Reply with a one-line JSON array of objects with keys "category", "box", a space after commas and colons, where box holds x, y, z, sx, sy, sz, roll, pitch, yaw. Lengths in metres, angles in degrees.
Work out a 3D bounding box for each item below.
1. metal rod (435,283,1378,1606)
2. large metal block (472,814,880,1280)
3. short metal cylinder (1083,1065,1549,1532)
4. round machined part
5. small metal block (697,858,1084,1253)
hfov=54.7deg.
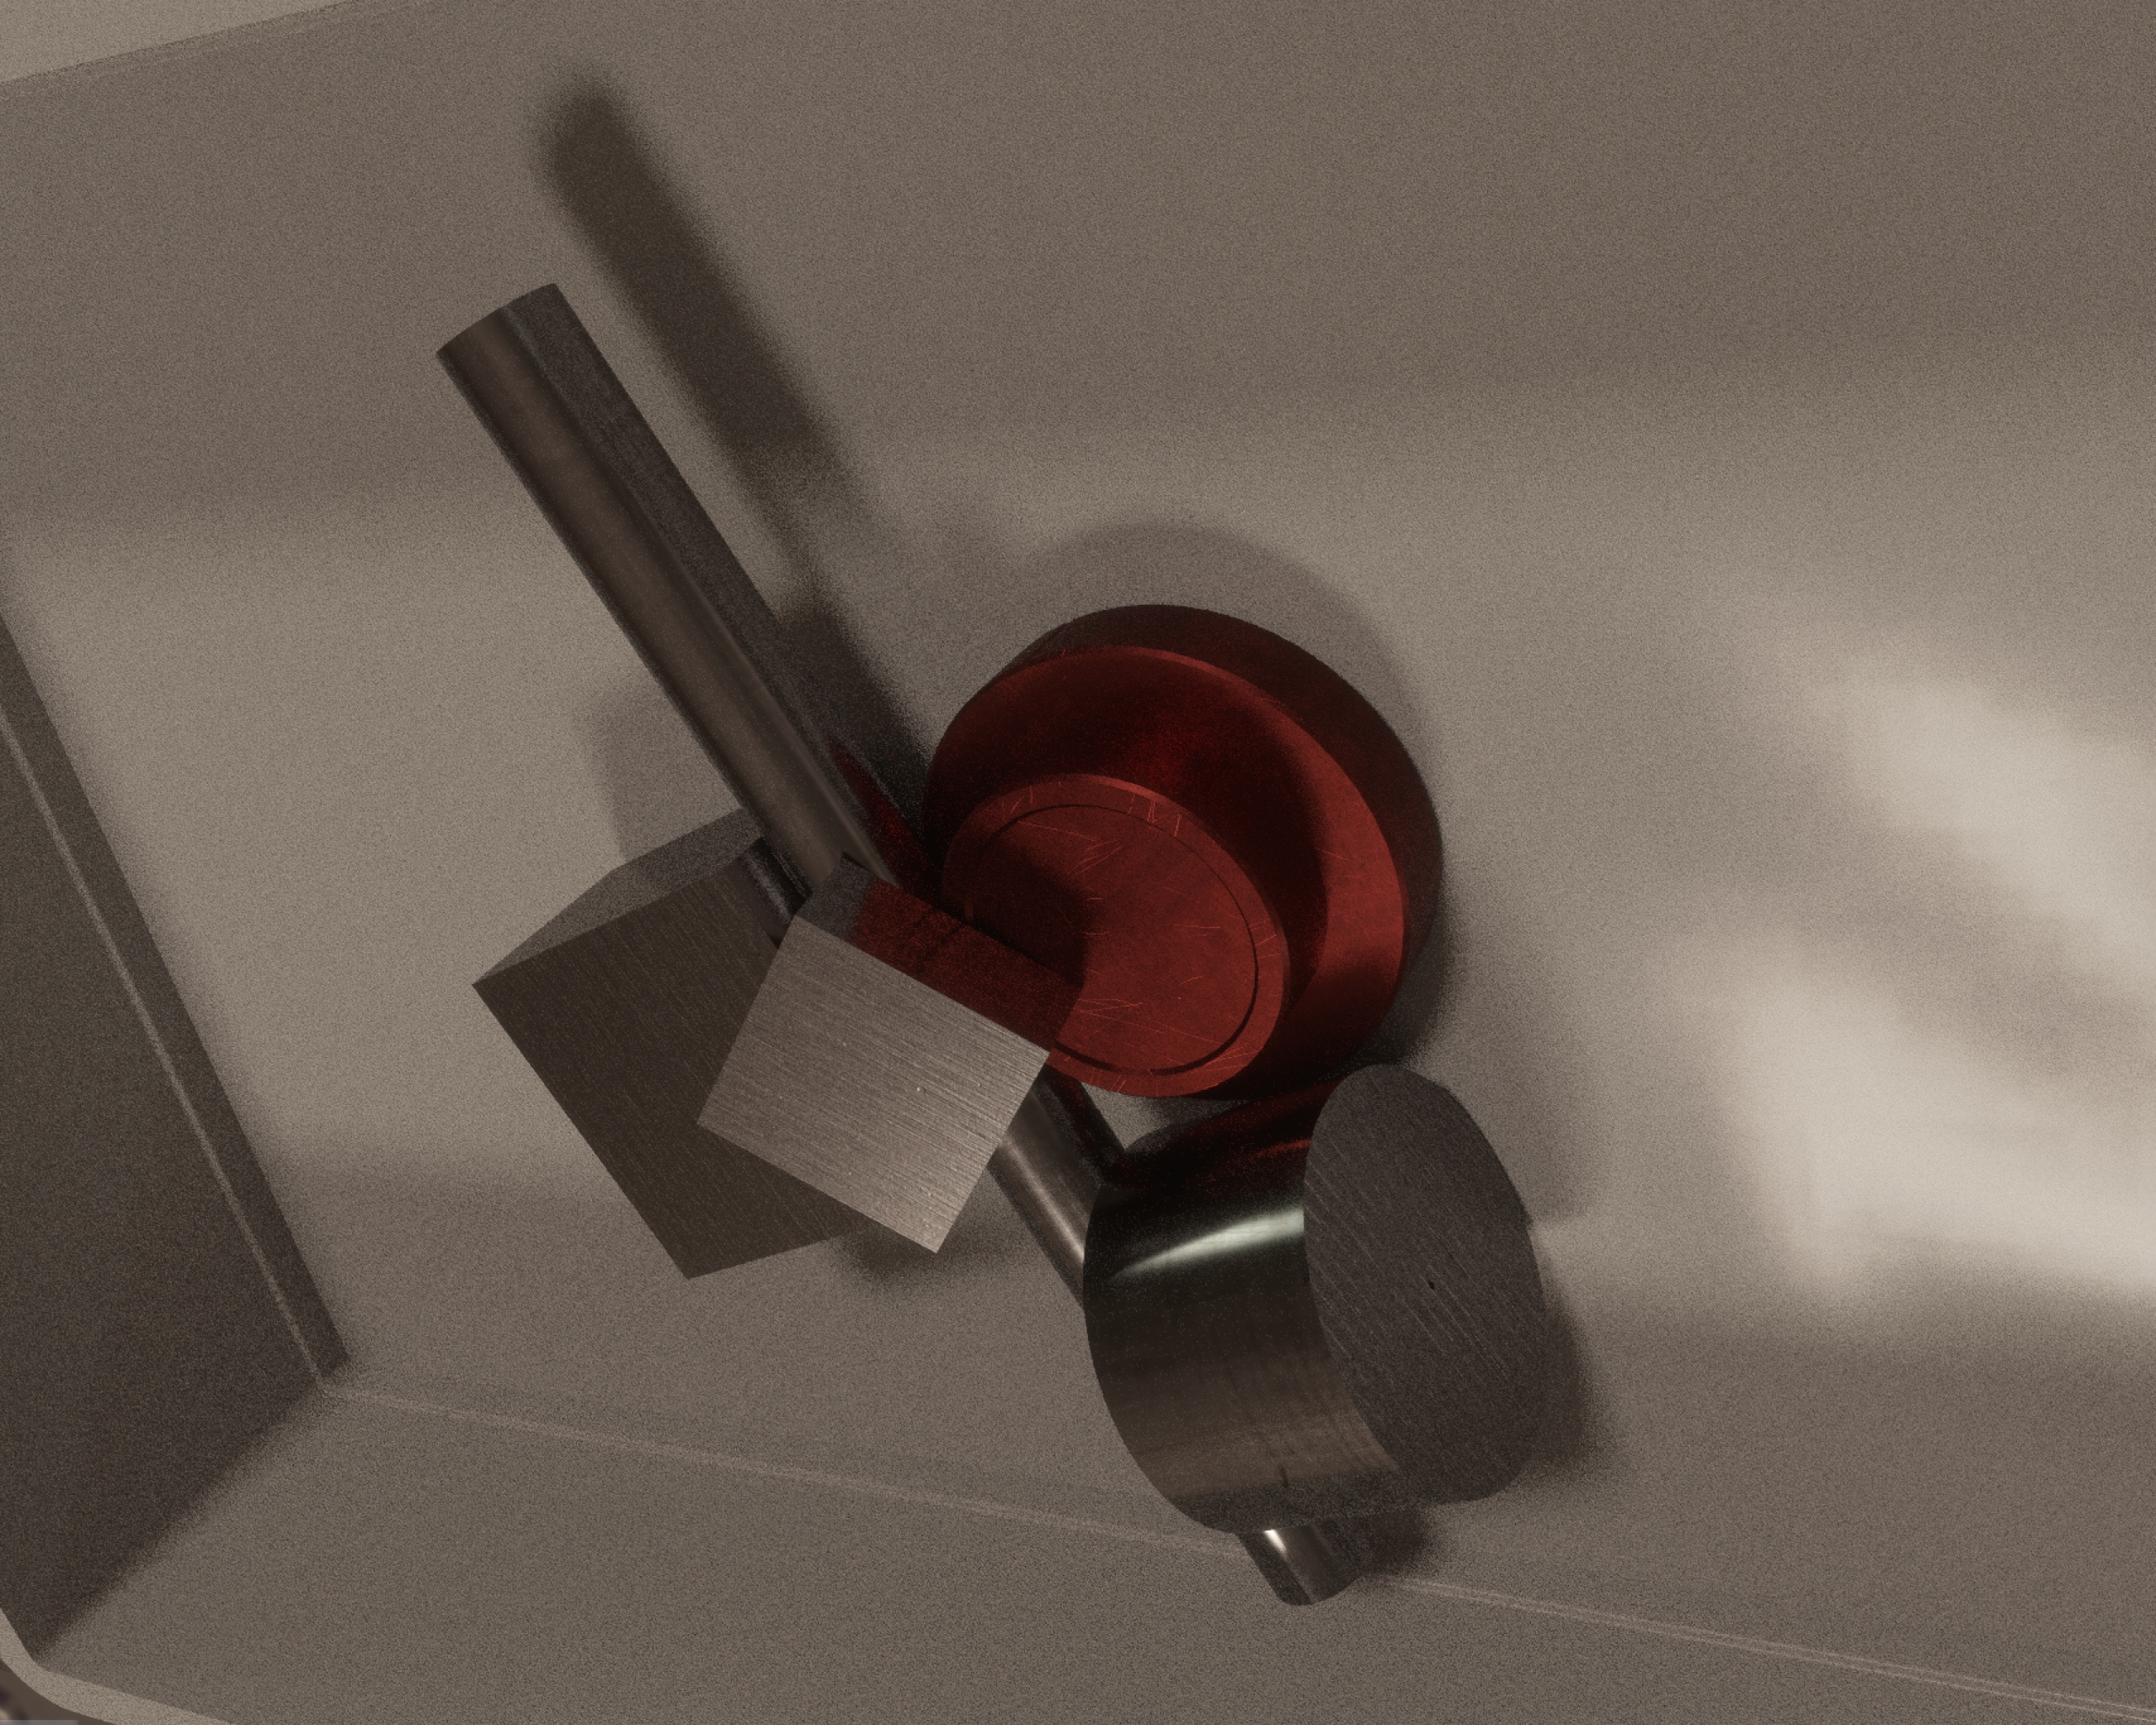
[{"category": "metal rod", "box": [-0.026, 0.026, 0.408, 0.025, 0.025, 0.299, -23, 107, 36]}, {"category": "large metal block", "box": [-0.065, 0.034, 0.441, 0.080, 0.050, 0.080, -22, 107, 36]}, {"category": "short metal cylinder", "box": [0.046, 0.083, 0.397, 0.050, 0.080, 0.080, -22, 107, 36]}, {"category": "round machined part", "box": [0.014, 0.005, 0.389, 0.098, 0.042, 0.097, 13, 124, 20]}, {"category": "small metal block", "box": [-0.035, 0.035, 0.383, 0.050, 0.025, 0.050, 29, 117, 1]}]
